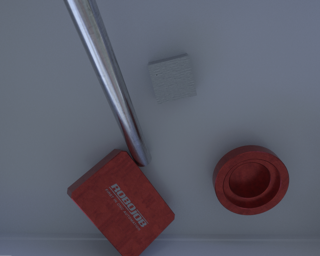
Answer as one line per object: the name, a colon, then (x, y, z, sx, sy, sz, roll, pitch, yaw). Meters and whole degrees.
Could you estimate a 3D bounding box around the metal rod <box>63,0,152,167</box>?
metal rod: (-0.052, -0.053, 0.319, 0.025, 0.025, 0.299, -12, 138, 4)

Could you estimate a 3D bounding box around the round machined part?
round machined part: (0.122, 0.068, 0.429, 0.099, 0.042, 0.097, 0, 110, -1)

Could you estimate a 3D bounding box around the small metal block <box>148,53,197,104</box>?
small metal block: (0.016, -0.062, 0.389, 0.050, 0.025, 0.050, -13, 110, 4)

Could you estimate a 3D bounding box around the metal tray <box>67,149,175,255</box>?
metal tray: (-0.050, 0.105, 0.423, 0.090, 0.030, 0.130, -41, 108, -20)
